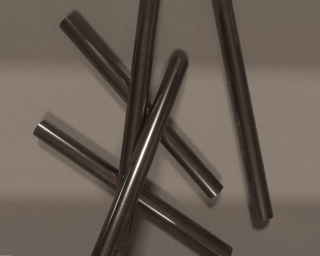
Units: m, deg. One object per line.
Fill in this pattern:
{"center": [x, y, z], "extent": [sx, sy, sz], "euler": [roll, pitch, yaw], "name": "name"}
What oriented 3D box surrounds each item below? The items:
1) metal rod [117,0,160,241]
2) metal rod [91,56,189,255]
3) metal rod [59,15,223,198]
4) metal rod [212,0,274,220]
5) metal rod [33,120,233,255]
{"center": [-0.030, -0.013, 0.384], "extent": [0.025, 0.025, 0.298], "euler": [7, 90, -1], "name": "metal rod"}
{"center": [-0.023, 0.042, 0.356], "extent": [0.025, 0.025, 0.300], "euler": [21, 67, 0], "name": "metal rod"}
{"center": [-0.024, -0.028, 0.411], "extent": [0.025, 0.025, 0.300], "euler": [-41, 91, 0], "name": "metal rod"}
{"center": [0.110, -0.028, 0.412], "extent": [0.025, 0.025, 0.298], "euler": [-11, 90, 0], "name": "metal rod"}
{"center": [-0.035, 0.084, 0.411], "extent": [0.301, 0.025, 0.025], "euler": [34, 90, -1], "name": "metal rod"}
